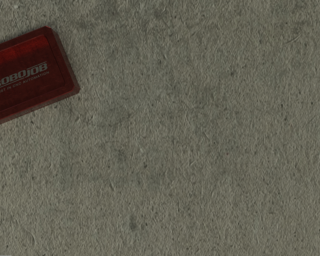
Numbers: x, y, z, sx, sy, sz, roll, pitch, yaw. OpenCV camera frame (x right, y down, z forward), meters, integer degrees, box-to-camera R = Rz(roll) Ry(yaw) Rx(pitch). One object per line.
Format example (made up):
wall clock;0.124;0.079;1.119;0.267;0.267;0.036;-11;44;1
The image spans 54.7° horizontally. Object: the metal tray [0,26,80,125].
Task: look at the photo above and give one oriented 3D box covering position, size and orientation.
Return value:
metal tray;-0.184;-0.066;0.405;0.131;0.030;0.090;-22;90;0
